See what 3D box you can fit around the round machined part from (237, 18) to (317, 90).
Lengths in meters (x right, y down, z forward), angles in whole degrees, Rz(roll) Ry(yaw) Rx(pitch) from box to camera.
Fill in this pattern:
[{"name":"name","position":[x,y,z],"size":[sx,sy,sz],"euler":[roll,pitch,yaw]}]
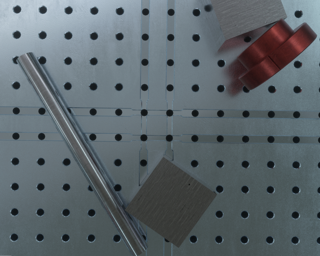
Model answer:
[{"name":"round machined part","position":[0.134,-0.094,0.378],"size":[0.098,0.098,0.042],"euler":[-41,90,0]}]

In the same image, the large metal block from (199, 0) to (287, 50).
[{"name":"large metal block","position":[0.103,-0.158,0.401],"size":[0.080,0.050,0.080],"euler":[-21,90,0]}]

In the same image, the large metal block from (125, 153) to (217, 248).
[{"name":"large metal block","position":[0.013,0.090,0.401],"size":[0.080,0.050,0.080],"euler":[35,90,0]}]

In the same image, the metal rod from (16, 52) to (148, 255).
[{"name":"metal rod","position":[-0.102,0.035,0.412],"size":[0.025,0.025,0.299],"euler":[-31,90,0]}]
